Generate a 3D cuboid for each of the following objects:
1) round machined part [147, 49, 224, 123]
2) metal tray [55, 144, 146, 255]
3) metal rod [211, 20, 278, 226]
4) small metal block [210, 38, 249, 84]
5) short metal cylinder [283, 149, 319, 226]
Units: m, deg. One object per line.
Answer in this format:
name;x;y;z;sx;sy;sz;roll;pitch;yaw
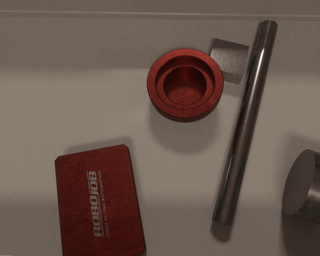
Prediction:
round machined part;0.034;-0.053;0.417;0.099;0.042;0.098;-1;74;4
metal tray;-0.072;0.092;0.373;0.091;0.030;0.129;-10;70;-4
metal rod;0.119;-0.020;0.418;0.025;0.025;0.299;17;71;6
small metal block;0.096;-0.096;0.446;0.050;0.025;0.050;15;70;5
short metal cylinder;0.184;0.070;0.357;0.050;0.080;0.080;19;71;6
